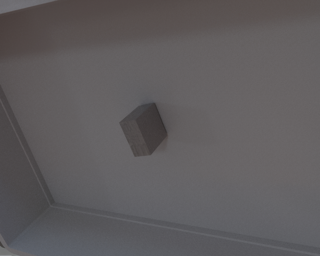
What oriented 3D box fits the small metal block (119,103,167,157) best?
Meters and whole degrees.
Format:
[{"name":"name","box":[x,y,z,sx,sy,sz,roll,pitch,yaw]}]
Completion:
[{"name":"small metal block","box":[-0.020,0.002,0.400,0.025,0.050,0.050,-9,113,32]}]
